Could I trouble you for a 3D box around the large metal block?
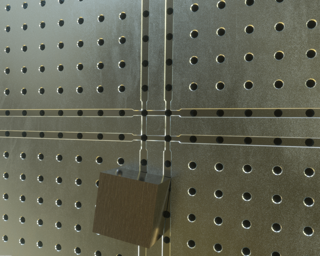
[{"bbox_3d":[-0.037,0.102,0.411,0.080,0.050,0.079,9,93,19],"label":"large metal block"}]
